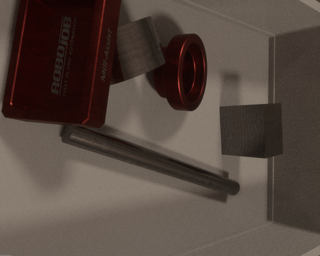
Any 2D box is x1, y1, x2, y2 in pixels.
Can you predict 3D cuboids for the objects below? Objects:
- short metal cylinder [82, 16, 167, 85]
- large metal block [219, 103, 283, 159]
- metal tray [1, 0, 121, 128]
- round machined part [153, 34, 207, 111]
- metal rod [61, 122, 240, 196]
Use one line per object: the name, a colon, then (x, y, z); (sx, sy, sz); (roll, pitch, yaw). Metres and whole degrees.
short metal cylinder: (-0.038, -0.084, 0.340); (0.081, 0.080, 0.050); (-34, 111, -35)
large metal block: (0.145, 0.003, 0.495); (0.050, 0.080, 0.079); (-6, 94, -40)
metal tray: (-0.090, -0.068, 0.287); (0.030, 0.090, 0.129); (23, 72, -72)
round machined part: (0.025, -0.072, 0.404); (0.099, 0.042, 0.097); (-22, 114, -60)
metal rod: (0.012, 0.051, 0.418); (0.302, 0.025, 0.025); (24, 75, -38)
